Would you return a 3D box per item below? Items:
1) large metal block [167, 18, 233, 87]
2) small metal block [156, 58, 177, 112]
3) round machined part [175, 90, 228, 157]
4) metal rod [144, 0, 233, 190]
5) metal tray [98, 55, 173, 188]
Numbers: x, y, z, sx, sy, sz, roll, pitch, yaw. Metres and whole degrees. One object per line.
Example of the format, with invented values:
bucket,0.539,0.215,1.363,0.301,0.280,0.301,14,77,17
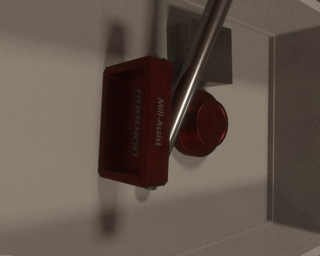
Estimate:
large metal block,0.057,-0.102,0.440,0.081,0.050,0.079,-3,92,-40
small metal block,-0.003,-0.055,0.406,0.050,0.025,0.050,-50,120,-28
round machined part,0.062,-0.006,0.450,0.099,0.042,0.097,0,90,-40
metal rod,0.035,-0.061,0.357,0.025,0.025,0.298,7,111,-40
metal tray,-0.029,-0.006,0.341,0.030,0.090,0.129,4,87,-40
